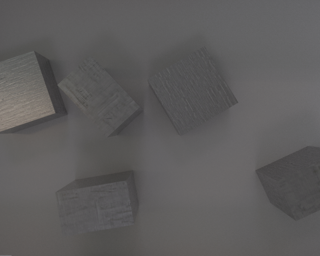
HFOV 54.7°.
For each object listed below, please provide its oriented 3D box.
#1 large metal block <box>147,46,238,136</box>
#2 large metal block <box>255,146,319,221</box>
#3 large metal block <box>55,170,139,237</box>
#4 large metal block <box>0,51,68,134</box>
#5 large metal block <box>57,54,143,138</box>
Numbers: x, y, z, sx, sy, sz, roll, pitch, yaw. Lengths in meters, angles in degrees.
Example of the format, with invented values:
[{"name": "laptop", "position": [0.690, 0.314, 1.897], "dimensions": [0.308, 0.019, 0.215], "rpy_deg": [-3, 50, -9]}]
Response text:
[{"name": "large metal block", "position": [0.040, -0.045, 0.399], "dimensions": [0.080, 0.050, 0.080], "rpy_deg": [-31, 90, 0]}, {"name": "large metal block", "position": [0.178, 0.064, 0.385], "dimensions": [0.080, 0.080, 0.050], "rpy_deg": [-25, 90, 0]}, {"name": "large metal block", "position": [-0.072, 0.089, 0.383], "dimensions": [0.080, 0.080, 0.050], "rpy_deg": [-10, 90, 0]}, {"name": "large metal block", "position": [-0.177, -0.043, 0.397], "dimensions": [0.080, 0.050, 0.080], "rpy_deg": [-19, 90, 0]}, {"name": "large metal block", "position": [-0.068, -0.036, 0.383], "dimensions": [0.050, 0.080, 0.080], "rpy_deg": [-43, 90, 0]}]
